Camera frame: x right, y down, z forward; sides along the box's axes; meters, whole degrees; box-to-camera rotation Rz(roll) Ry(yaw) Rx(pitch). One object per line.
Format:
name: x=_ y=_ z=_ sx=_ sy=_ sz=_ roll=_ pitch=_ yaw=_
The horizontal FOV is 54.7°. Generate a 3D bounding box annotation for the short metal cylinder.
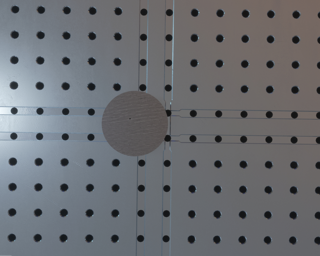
short metal cylinder: x=-0.031 y=-0.005 z=0.401 sx=0.081 sy=0.050 sz=0.079 roll=0 pitch=90 yaw=-1
